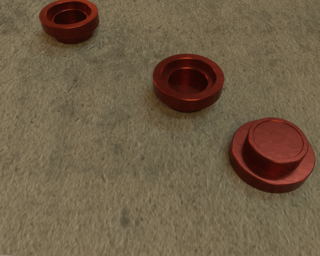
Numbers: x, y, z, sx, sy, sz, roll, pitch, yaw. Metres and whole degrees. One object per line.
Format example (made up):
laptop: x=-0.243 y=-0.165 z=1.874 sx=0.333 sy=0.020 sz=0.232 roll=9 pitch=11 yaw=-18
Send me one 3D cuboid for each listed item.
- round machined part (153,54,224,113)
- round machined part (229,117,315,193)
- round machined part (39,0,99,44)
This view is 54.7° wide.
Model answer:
round machined part: x=0.039 y=-0.060 z=0.443 sx=0.099 sy=0.042 sz=0.098 roll=0 pitch=50 yaw=0
round machined part: x=0.136 y=0.025 z=0.373 sx=0.099 sy=0.042 sz=0.098 roll=0 pitch=50 yaw=0
round machined part: x=-0.156 y=-0.184 z=0.545 sx=0.099 sy=0.042 sz=0.098 roll=0 pitch=50 yaw=0
